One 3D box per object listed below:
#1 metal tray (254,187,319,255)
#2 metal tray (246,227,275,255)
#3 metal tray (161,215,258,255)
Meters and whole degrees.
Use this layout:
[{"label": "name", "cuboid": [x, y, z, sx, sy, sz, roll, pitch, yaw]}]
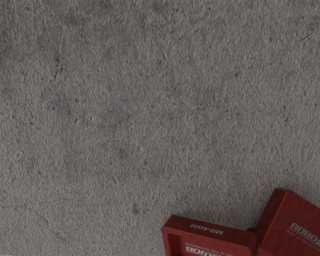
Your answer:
[{"label": "metal tray", "cuboid": [0.206, 0.156, 0.445, 0.130, 0.030, 0.090, 32, 80, -10]}, {"label": "metal tray", "cuboid": [0.180, 0.219, 0.489, 0.131, 0.030, 0.089, 21, 109, -8]}, {"label": "metal tray", "cuboid": [0.070, 0.181, 0.442, 0.130, 0.030, 0.089, 4, 114, 30]}]
